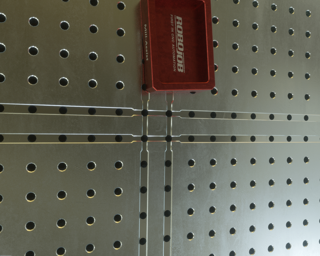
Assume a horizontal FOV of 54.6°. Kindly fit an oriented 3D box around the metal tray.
[{"bbox_3d":[0.025,-0.114,0.418,0.091,0.030,0.129,-4,91,-20],"label":"metal tray"}]
